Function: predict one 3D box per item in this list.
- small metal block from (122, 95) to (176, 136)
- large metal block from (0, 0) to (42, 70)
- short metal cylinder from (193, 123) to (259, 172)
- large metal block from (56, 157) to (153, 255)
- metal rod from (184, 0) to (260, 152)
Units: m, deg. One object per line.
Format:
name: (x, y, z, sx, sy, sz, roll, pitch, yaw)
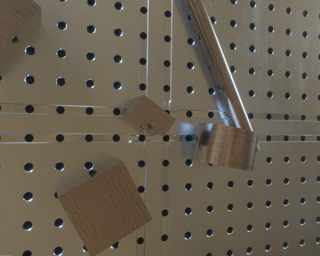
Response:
small metal block: (-0.015, -0.015, 0.395, 0.050, 0.050, 0.025, 37, 78, -17)
large metal block: (-0.187, -0.119, 0.330, 0.080, 0.050, 0.080, 38, 78, -17)
short metal cylinder: (0.088, 0.026, 0.417, 0.081, 0.080, 0.050, 12, 86, -20)
large metal block: (-0.068, 0.092, 0.375, 0.081, 0.050, 0.080, -28, 100, -18)
metal rod: (0.080, -0.101, 0.443, 0.025, 0.025, 0.299, -26, 99, -18)
